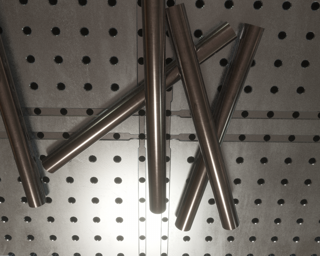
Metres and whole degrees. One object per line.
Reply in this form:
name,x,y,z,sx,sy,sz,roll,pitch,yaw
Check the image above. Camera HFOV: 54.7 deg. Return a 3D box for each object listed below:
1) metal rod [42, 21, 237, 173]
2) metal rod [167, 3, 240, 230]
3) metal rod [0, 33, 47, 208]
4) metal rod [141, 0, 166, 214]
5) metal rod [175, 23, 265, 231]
metal rod,-0.035,-0.033,0.400,0.300,0.025,0.025,-35,107,11
metal rod,0.057,0.001,0.386,0.025,0.025,0.298,-16,110,5
metal rod,-0.194,-0.030,0.399,0.025,0.025,0.298,-6,110,2
metal rod,-0.005,-0.012,0.386,0.025,0.025,0.298,-1,119,0
metal rod,0.074,0.013,0.419,0.025,0.025,0.298,14,109,-6
